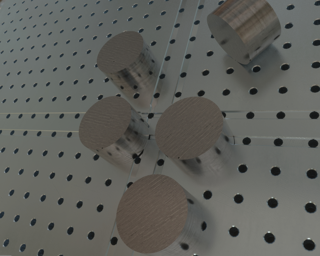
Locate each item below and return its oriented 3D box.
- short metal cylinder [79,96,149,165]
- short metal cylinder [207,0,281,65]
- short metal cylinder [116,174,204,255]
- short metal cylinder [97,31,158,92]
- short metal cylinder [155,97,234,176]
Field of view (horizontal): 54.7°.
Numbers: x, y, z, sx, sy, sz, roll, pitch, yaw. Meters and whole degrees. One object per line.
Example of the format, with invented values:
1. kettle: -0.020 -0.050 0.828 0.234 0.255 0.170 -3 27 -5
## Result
1. short metal cylinder: -0.062 0.003 0.423 0.080 0.050 0.080 -13 56 21
2. short metal cylinder: 0.106 -0.129 0.396 0.050 0.080 0.080 -41 51 1
3. short metal cylinder: 0.001 0.096 0.333 0.080 0.050 0.080 -13 56 21
4. short metal cylinder: -0.050 -0.103 0.482 0.080 0.050 0.080 -13 56 21
5. short metal cylinder: 0.041 0.010 0.364 0.080 0.050 0.080 -13 56 21
